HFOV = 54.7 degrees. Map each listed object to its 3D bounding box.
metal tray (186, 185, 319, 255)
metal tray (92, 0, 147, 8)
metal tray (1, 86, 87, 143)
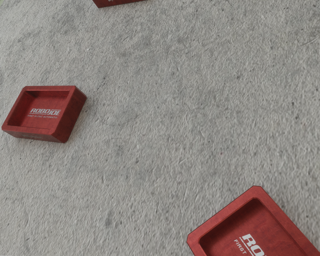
[{"bbox_3d":[0.095,0.128,0.272,0.090,0.030,0.130,-38,51,2],"label":"metal tray"},{"bbox_3d":[-0.068,-0.289,0.613,0.130,0.030,0.090,4,64,30],"label":"metal tray"},{"bbox_3d":[-0.195,-0.026,0.518,0.130,0.030,0.090,4,64,30],"label":"metal tray"}]
